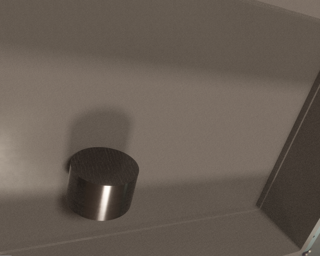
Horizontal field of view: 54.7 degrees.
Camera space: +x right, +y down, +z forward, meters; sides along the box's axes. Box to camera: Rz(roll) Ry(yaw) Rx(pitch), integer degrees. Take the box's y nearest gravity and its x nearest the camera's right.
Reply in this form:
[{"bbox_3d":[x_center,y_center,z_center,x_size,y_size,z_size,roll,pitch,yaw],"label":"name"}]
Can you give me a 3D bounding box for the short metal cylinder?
[{"bbox_3d":[-0.070,0.065,0.377,0.081,0.080,0.050,0,119,-29],"label":"short metal cylinder"}]
